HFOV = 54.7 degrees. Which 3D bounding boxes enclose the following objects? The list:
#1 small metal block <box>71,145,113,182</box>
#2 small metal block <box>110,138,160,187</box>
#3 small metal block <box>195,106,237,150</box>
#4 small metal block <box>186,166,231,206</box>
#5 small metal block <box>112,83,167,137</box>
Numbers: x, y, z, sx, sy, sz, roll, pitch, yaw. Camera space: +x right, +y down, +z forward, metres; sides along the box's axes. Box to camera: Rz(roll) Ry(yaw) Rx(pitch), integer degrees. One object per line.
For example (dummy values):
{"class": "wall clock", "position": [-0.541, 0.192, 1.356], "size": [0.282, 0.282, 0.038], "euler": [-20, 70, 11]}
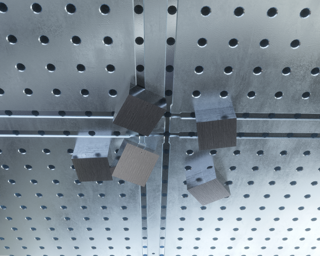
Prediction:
{"class": "small metal block", "position": [-0.097, 0.052, 0.455], "size": [0.050, 0.025, 0.050], "euler": [-3, 130, 2]}
{"class": "small metal block", "position": [-0.036, 0.049, 0.439], "size": [0.050, 0.025, 0.050], "euler": [24, 95, -20]}
{"class": "small metal block", "position": [0.075, 0.001, 0.414], "size": [0.050, 0.025, 0.050], "euler": [-7, 130, 5]}
{"class": "small metal block", "position": [0.077, 0.093, 0.492], "size": [0.050, 0.025, 0.050], "euler": [-27, 126, 21]}
{"class": "small metal block", "position": [-0.026, -0.022, 0.393], "size": [0.050, 0.025, 0.050], "euler": [22, 127, -18]}
